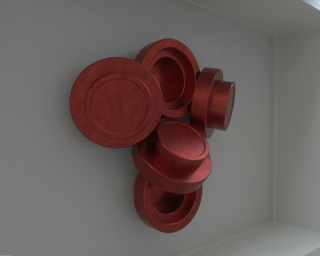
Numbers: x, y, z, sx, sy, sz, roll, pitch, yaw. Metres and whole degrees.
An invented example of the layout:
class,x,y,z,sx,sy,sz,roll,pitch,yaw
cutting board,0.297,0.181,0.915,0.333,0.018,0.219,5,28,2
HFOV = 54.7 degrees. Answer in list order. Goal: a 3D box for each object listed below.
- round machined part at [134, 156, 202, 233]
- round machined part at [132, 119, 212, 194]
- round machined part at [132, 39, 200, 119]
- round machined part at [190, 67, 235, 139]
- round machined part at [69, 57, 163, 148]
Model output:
class,x,y,z,sx,sy,sz,roll,pitch,yaw
round machined part,0.006,0.080,0.398,0.099,0.042,0.097,0,90,-40
round machined part,0.020,0.027,0.372,0.099,0.098,0.042,-9,140,-40
round machined part,0.004,-0.060,0.395,0.099,0.042,0.097,0,90,-40
round machined part,0.077,-0.033,0.428,0.098,0.042,0.097,10,91,-71
round machined part,-0.045,-0.025,0.328,0.099,0.042,0.097,-3,102,-12
